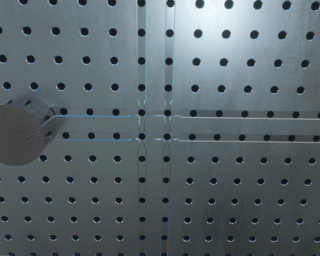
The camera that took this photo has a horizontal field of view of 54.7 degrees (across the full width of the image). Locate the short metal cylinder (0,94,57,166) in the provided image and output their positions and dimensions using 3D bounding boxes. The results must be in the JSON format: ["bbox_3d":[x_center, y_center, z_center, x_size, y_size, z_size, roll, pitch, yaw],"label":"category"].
[{"bbox_3d":[-0.181,0.002,0.398,0.081,0.050,0.079,0,110,-1],"label":"short metal cylinder"}]
